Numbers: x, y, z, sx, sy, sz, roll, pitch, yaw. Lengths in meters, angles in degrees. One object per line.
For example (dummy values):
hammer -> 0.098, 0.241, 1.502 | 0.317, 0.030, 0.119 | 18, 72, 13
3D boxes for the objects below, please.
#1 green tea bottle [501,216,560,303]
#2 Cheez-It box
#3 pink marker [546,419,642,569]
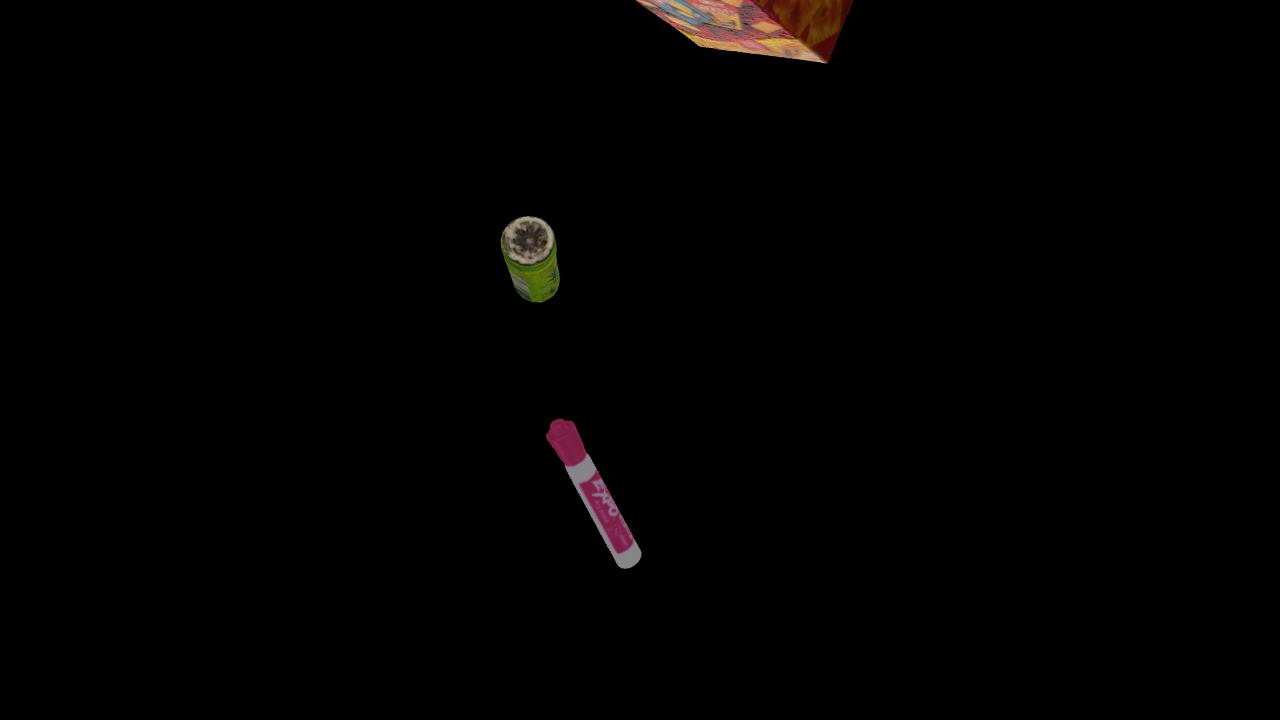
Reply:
green tea bottle -> -0.149, -0.127, 0.862 | 0.073, 0.073, 0.212 | 0, -12, -7
Cheez-It box -> 0.056, -0.333, 0.520 | 0.223, 0.071, 0.166 | 2, 24, -48
pink marker -> -0.029, 0.087, 0.396 | 0.020, 0.121, 0.020 | -18, 27, 10
